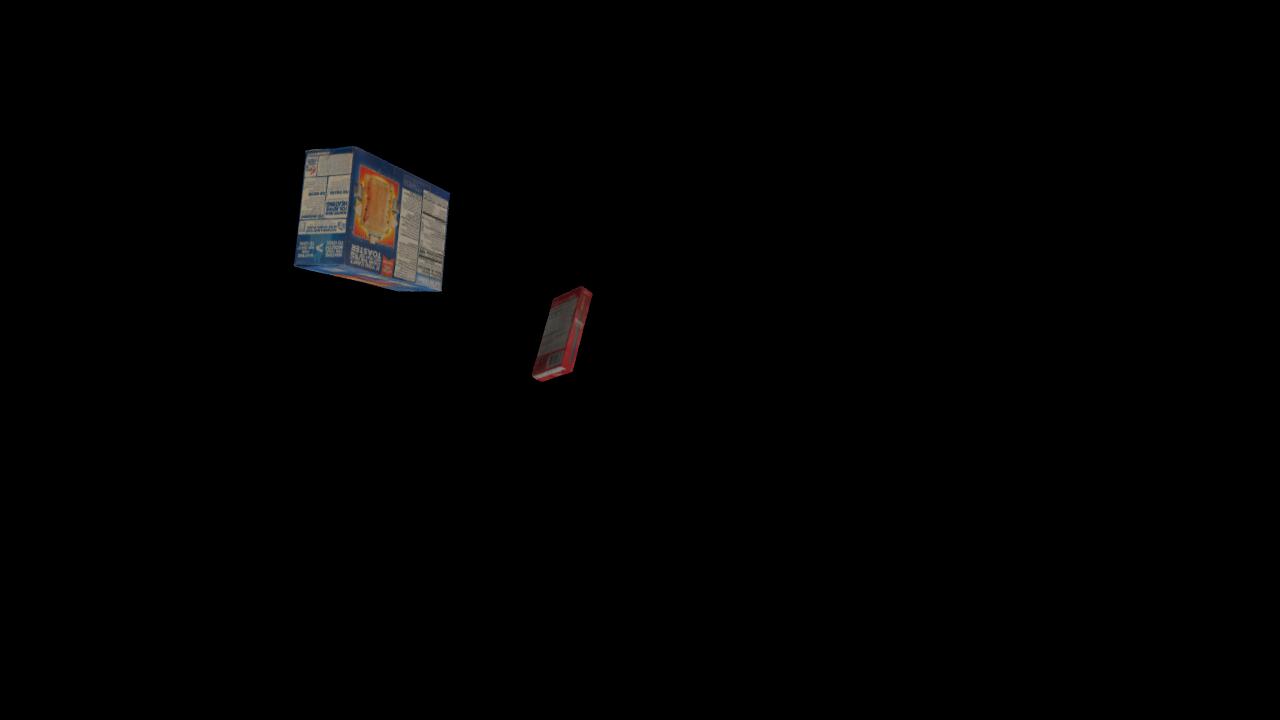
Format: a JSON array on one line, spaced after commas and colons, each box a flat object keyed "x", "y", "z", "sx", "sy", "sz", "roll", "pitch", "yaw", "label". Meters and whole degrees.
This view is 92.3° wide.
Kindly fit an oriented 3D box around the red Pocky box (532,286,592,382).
[{"x": -0.128, "y": -0.043, "z": 1.016, "sx": 0.028, "sy": 0.155, "sz": 0.083, "roll": 32, "pitch": -33, "yaw": -35, "label": "red Pocky box"}]

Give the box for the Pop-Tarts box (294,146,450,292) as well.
[{"x": -0.332, "y": -0.169, "z": 0.780, "sx": 0.083, "sy": 0.141, "sz": 0.167, "roll": 2, "pitch": -3, "yaw": 22, "label": "Pop-Tarts box"}]
